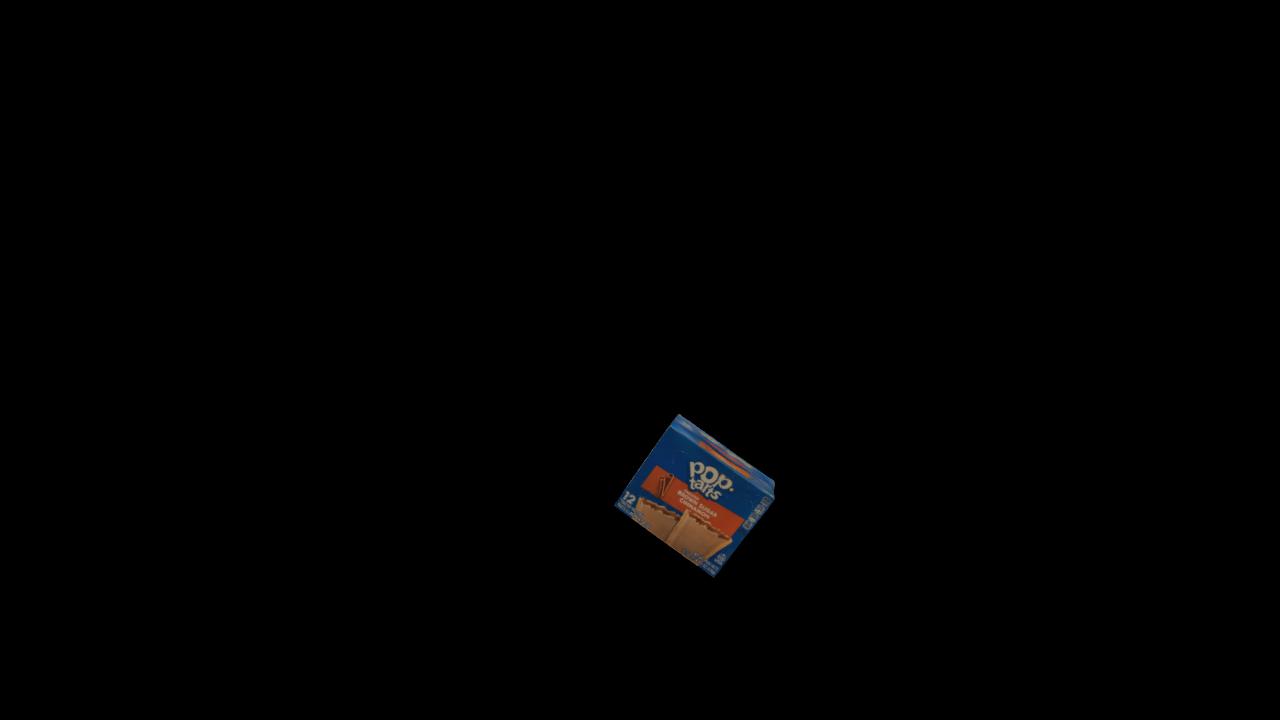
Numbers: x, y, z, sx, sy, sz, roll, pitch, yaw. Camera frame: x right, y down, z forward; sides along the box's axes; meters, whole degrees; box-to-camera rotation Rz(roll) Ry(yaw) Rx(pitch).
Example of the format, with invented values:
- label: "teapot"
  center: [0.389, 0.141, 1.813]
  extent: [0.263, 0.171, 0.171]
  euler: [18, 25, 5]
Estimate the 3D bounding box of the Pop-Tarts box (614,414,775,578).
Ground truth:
- label: "Pop-Tarts box"
  center: [0.077, 0.183, 0.845]
  extent: [0.167, 0.141, 0.083]
  euler: [35, 12, 4]
